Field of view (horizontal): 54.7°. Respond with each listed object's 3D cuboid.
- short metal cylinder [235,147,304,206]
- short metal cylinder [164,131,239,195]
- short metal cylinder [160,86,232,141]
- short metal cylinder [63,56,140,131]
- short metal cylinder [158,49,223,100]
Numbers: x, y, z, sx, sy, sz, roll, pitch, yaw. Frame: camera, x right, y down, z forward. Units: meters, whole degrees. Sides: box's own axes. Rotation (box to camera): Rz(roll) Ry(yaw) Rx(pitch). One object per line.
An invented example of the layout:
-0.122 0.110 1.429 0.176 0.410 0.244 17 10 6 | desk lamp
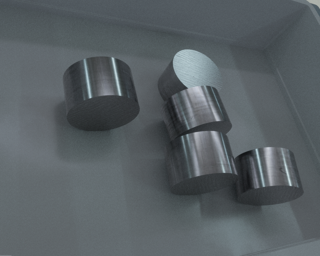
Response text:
0.139 0.065 0.405 0.081 0.080 0.050 12 57 -22 | short metal cylinder
0.048 0.044 0.369 0.081 0.080 0.050 5 60 -26 | short metal cylinder
0.046 -0.011 0.402 0.081 0.080 0.050 -4 64 -30 | short metal cylinder
-0.068 -0.037 0.356 0.081 0.080 0.050 0 62 -28 | short metal cylinder
0.044 -0.067 0.454 0.081 0.050 0.080 14 56 -21 | short metal cylinder
